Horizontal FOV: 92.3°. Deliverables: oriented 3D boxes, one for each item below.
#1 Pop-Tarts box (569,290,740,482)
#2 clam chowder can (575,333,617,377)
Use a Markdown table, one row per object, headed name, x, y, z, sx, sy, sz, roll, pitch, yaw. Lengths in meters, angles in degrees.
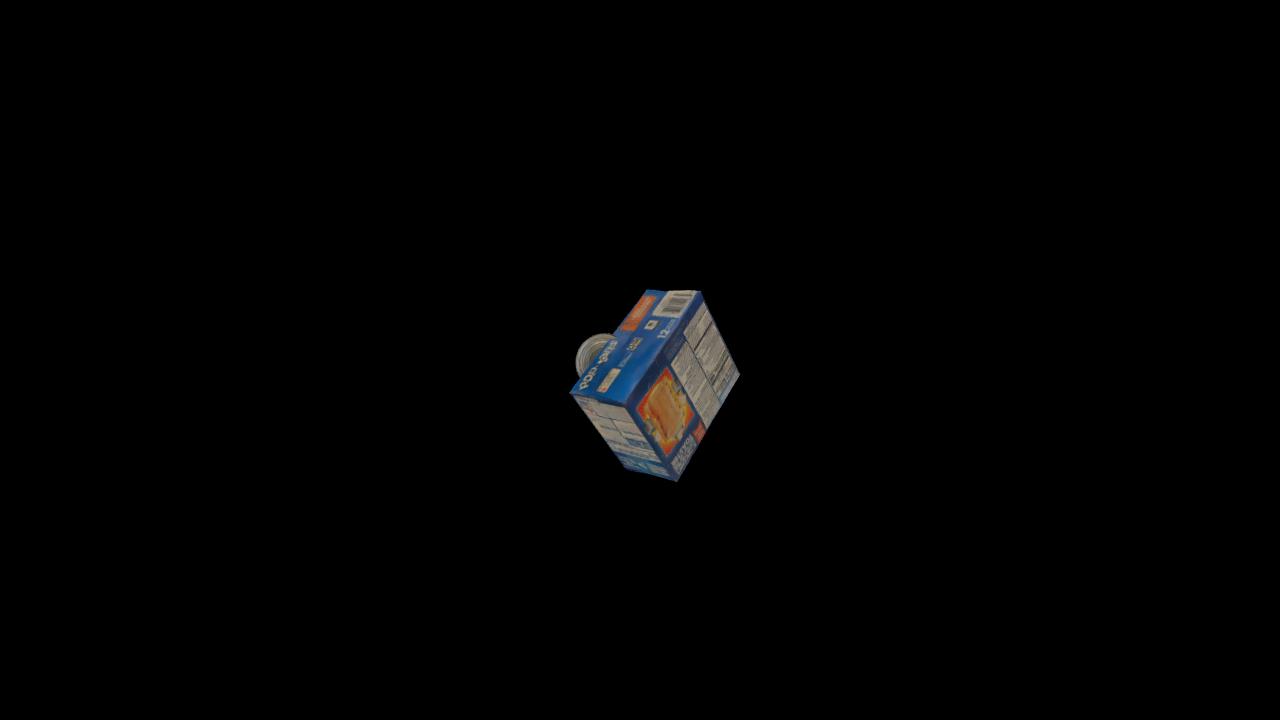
| name | x | y | z | sx | sy | sz | roll | pitch | yaw |
| --- | --- | --- | --- | --- | --- | --- | --- | --- | --- |
| Pop-Tarts box | 0.024 | 0.026 | 0.703 | 0.083 | 0.167 | 0.141 | 8 | -38 | 41 |
| clam chowder can | -0.033 | 0.003 | 0.731 | 0.068 | 0.068 | 0.102 | 0 | -1 | 8 |
